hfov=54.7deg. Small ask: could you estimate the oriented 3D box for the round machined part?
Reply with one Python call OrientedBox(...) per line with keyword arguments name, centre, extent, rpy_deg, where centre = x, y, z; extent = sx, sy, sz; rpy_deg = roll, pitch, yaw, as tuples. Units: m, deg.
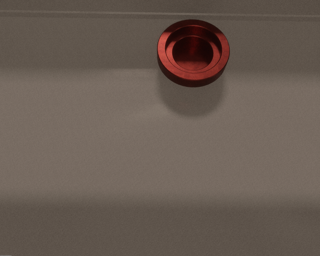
OrientedBox(name="round machined part", centre=(0.045, -0.100, 0.438), extent=(0.099, 0.042, 0.098), rpy_deg=(0, 70, -1))
